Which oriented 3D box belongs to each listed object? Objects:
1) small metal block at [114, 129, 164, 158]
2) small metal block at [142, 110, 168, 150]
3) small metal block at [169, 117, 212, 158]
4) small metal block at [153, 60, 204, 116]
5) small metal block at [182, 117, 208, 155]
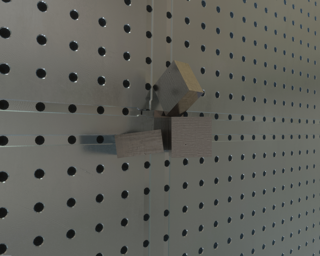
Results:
[{"bbox_3d":[-0.024,0.017,0.358,0.050,0.050,0.025,-7,89,-5],"label":"small metal block"},{"bbox_3d":[0.004,0.003,0.411,0.050,0.025,0.050,3,88,-40],"label":"small metal block"},{"bbox_3d":[0.038,0.011,0.392,0.050,0.025,0.050,0,90,-7],"label":"small metal block"},{"bbox_3d":[0.022,-0.049,0.397,0.025,0.050,0.050,4,52,-39],"label":"small metal block"},{"bbox_3d":[0.050,0.012,0.436,0.050,0.025,0.050,7,85,-71],"label":"small metal block"}]
